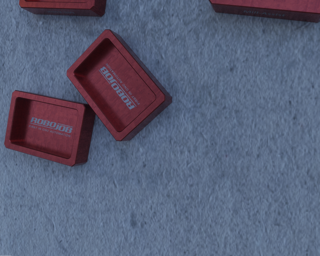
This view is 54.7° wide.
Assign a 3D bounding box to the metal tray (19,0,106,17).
[{"bbox_3d":[-0.140,-0.215,0.454,0.130,0.030,0.089,9,93,19],"label":"metal tray"}]

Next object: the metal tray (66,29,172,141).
[{"bbox_3d":[-0.058,-0.058,0.425,0.090,0.030,0.130,-42,77,14],"label":"metal tray"}]

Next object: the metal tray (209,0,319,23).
[{"bbox_3d":[0.131,-0.178,0.360,0.130,0.030,0.089,13,94,19],"label":"metal tray"}]

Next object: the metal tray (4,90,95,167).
[{"bbox_3d":[-0.165,-0.002,0.462,0.130,0.030,0.089,12,94,19],"label":"metal tray"}]
